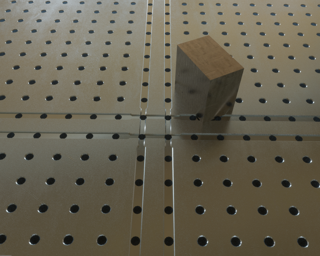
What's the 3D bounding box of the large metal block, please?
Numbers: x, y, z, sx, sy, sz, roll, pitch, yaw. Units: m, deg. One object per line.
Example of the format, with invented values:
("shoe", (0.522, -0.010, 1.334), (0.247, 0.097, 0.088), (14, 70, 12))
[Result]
("large metal block", (0.064, -0.067, 0.429), (0.050, 0.080, 0.080), (-22, 54, -17))
